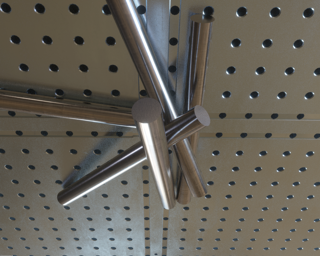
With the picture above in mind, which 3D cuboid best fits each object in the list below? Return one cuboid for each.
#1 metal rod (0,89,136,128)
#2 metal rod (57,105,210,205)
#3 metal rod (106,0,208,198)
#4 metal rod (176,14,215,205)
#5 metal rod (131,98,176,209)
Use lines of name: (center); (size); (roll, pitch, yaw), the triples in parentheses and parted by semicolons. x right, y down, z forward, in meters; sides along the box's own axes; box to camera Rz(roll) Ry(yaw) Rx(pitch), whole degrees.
metal rod: (-0.144, -0.028, 0.386); (0.302, 0.025, 0.025); (8, 130, -7)
metal rod: (-0.056, 0.051, 0.418); (0.025, 0.025, 0.299); (36, 132, -26)
metal rod: (0.005, -0.026, 0.368); (0.025, 0.025, 0.299); (-16, 122, 13)
metal rod: (0.041, 0.002, 0.413); (0.025, 0.025, 0.298); (1, 130, -1)
metal rod: (0.002, 0.055, 0.387); (0.025, 0.025, 0.299); (-4, 152, 3)
